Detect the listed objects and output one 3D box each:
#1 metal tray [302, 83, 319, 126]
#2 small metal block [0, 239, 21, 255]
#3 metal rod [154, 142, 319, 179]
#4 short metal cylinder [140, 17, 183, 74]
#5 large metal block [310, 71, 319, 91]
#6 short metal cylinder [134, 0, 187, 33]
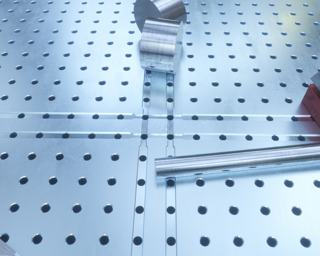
[{"bbox_3d":[0.281,-0.029,0.429,0.131,0.030,0.090,-8,51,-7],"label":"metal tray"},{"bbox_3d":[-0.170,0.130,0.297,0.050,0.025,0.050,27,55,21],"label":"small metal block"},{"bbox_3d":[0.145,0.035,0.378,0.302,0.025,0.025,-5,50,-5],"label":"metal rod"},{"bbox_3d":[0.004,-0.127,0.479,0.050,0.080,0.080,10,51,8],"label":"short metal cylinder"},{"bbox_3d":[0.264,-0.060,0.405,0.081,0.050,0.080,-27,78,-22],"label":"large metal block"},{"bbox_3d":[0.000,-0.193,0.534,0.050,0.080,0.080,-36,59,-26],"label":"short metal cylinder"}]
